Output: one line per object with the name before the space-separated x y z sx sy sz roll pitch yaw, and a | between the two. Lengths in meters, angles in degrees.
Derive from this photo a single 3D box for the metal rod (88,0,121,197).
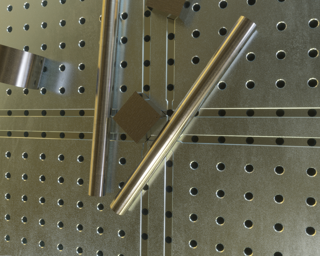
metal rod | -0.078 -0.053 0.440 0.025 0.025 0.298 5 92 20

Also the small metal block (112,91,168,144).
small metal block | -0.027 -0.014 0.422 0.050 0.025 0.050 45 104 14

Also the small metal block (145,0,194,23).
small metal block | 0.016 -0.173 0.407 0.050 0.025 0.050 26 98 18

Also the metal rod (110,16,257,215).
metal rod | 0.024 -0.008 0.403 0.025 0.025 0.299 38 102 16

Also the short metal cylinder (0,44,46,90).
short metal cylinder | -0.216 -0.092 0.460 0.080 0.080 0.050 18 96 19
